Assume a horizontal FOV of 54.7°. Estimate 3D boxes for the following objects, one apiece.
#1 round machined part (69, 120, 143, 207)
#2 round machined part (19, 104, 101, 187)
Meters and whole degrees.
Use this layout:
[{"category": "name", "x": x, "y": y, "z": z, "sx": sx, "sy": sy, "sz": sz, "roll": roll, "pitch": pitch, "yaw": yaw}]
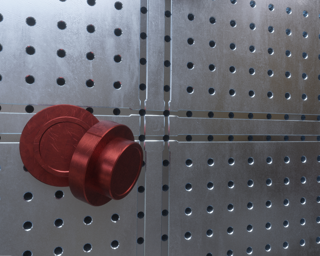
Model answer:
[{"category": "round machined part", "x": -0.054, "y": 0.043, "z": 0.354, "sx": 0.042, "sy": 0.098, "sz": 0.098, "roll": 16, "pitch": 83, "yaw": 23}, {"category": "round machined part", "x": -0.111, "y": 0.021, "z": 0.363, "sx": 0.099, "sy": 0.042, "sz": 0.097, "roll": 0, "pitch": 90, "yaw": -21}]
